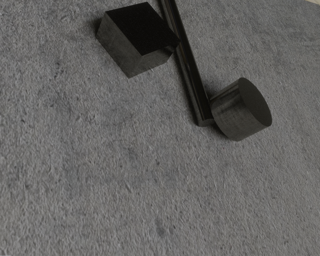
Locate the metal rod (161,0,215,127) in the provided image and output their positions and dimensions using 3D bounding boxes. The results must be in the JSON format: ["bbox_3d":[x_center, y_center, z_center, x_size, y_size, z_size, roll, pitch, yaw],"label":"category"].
[{"bbox_3d":[0.035,-0.139,0.507,0.025,0.025,0.299,0,62,-28],"label":"metal rod"}]

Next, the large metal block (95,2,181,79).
[{"bbox_3d":[-0.032,-0.129,0.449,0.081,0.050,0.080,-32,80,-38],"label":"large metal block"}]

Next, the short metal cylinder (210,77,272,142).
[{"bbox_3d":[0.118,-0.027,0.453,0.080,0.050,0.080,30,44,-33],"label":"short metal cylinder"}]
